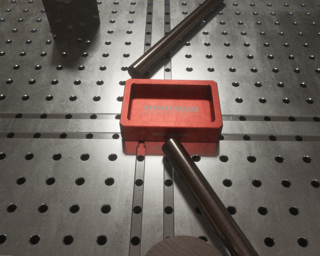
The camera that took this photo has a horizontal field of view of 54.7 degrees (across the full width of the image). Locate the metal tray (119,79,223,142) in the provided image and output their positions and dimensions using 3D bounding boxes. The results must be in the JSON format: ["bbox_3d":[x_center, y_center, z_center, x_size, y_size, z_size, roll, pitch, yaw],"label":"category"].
[{"bbox_3d":[0.015,-0.026,0.426,0.131,0.030,0.090,1,50,0],"label":"metal tray"}]

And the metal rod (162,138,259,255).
[{"bbox_3d":[0.081,0.124,0.304,0.025,0.025,0.300,-21,53,-17],"label":"metal rod"}]

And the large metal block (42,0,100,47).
[{"bbox_3d":[-0.151,-0.203,0.541,0.050,0.080,0.080,16,52,13],"label":"large metal block"}]

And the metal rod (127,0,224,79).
[{"bbox_3d":[0.043,-0.180,0.559,0.025,0.025,0.301,27,55,21],"label":"metal rod"}]

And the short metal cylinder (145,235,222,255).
[{"bbox_3d":[0.020,0.143,0.272,0.081,0.050,0.080,0,50,0],"label":"short metal cylinder"}]
